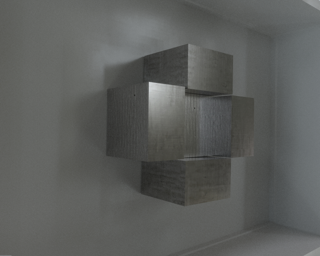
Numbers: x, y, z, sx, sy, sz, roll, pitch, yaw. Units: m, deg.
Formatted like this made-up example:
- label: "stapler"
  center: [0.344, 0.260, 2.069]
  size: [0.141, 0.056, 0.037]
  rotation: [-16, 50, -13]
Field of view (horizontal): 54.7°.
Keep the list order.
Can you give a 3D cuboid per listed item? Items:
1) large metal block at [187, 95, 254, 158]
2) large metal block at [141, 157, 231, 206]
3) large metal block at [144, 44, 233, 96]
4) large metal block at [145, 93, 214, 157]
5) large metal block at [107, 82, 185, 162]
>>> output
- label: "large metal block"
  center: [0.084, -0.002, 0.440]
  size: [0.050, 0.080, 0.080]
  rotation: [1, 90, -40]
- label: "large metal block"
  center: [0.033, 0.062, 0.396]
  size: [0.081, 0.080, 0.050]
  rotation: [2, 89, -40]
- label: "large metal block"
  center: [0.036, -0.068, 0.398]
  size: [0.081, 0.080, 0.050]
  rotation: [1, 90, -40]
- label: "large metal block"
  center: [0.025, -0.003, 0.408]
  size: [0.081, 0.050, 0.080]
  rotation: [1, 90, -40]
- label: "large metal block"
  center: [-0.018, -0.006, 0.354]
  size: [0.050, 0.080, 0.080]
  rotation: [1, 90, -40]
